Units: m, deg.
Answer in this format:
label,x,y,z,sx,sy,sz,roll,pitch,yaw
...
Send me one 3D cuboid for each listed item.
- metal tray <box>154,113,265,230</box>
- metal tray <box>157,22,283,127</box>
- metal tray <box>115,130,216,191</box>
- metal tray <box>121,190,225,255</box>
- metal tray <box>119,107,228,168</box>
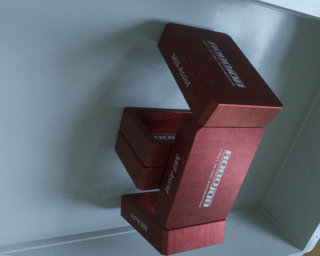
label,x,y,z,sx,sy,sz,roll,pitch,yaw
metal tray,0.052,0.049,0.345,0.091,0.030,0.129,0,118,-30
metal tray,0.060,-0.059,0.334,0.091,0.130,0.030,0,138,-29
metal tray,0.018,0.036,0.398,0.131,0.090,0.030,1,118,-29
metal tray,0.012,0.120,0.418,0.091,0.130,0.030,0,97,-29
metal tray,0.026,0.008,0.385,0.131,0.090,0.030,1,118,-29
